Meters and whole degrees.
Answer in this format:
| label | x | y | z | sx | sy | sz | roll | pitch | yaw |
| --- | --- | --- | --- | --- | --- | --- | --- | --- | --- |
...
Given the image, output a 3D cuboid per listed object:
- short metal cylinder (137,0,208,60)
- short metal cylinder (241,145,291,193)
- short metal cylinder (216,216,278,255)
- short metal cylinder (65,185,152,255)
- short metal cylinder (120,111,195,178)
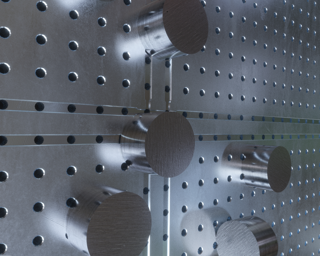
| label | x | y | z | sx | sy | sz | roll | pitch | yaw |
| --- | --- | --- | --- | --- | --- | --- | --- | --- | --- |
| short metal cylinder | 0.018 | -0.133 | 0.407 | 0.081 | 0.050 | 0.079 | 0 | 90 | -40 |
| short metal cylinder | 0.191 | 0.071 | 0.552 | 0.081 | 0.050 | 0.079 | 0 | 91 | -40 |
| short metal cylinder | 0.135 | 0.183 | 0.487 | 0.050 | 0.080 | 0.080 | 3 | 88 | -40 |
| short metal cylinder | -0.057 | 0.107 | 0.345 | 0.081 | 0.050 | 0.079 | 0 | 90 | -40 |
| short metal cylinder | -0.002 | 0.020 | 0.391 | 0.081 | 0.050 | 0.079 | 0 | 90 | -40 |
